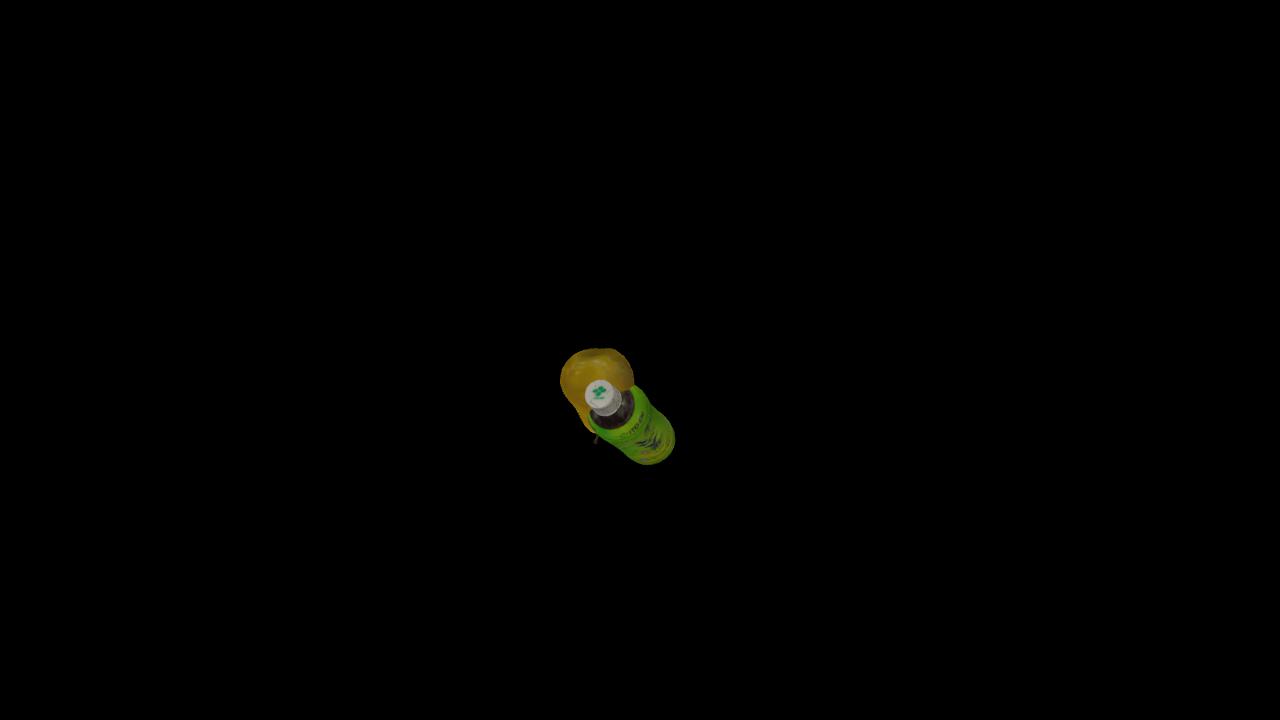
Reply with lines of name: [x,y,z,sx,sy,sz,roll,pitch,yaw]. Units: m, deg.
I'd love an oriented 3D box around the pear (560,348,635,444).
pear: [-0.043,0.045,0.666,0.080,0.111,0.080,-7,17,2]

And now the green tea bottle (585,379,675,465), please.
green tea bottle: [-0.014,0.069,0.696,0.073,0.073,0.212,0,-18,17]
